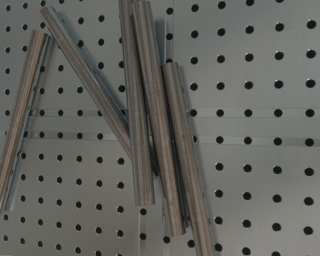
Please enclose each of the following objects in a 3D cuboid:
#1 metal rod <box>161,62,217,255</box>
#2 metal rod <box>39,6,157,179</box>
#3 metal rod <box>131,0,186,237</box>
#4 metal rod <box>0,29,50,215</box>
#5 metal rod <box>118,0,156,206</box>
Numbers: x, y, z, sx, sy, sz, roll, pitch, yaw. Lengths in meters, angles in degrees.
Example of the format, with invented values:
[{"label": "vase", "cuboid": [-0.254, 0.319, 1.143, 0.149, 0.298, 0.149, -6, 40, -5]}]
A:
[{"label": "metal rod", "cuboid": [0.040, 0.063, 0.397, 0.025, 0.025, 0.298, -12, 86, 19]}, {"label": "metal rod", "cuboid": [-0.090, -0.054, 0.443, 0.025, 0.025, 0.299, -37, 79, 16]}, {"label": "metal rod", "cuboid": [-0.001, -0.010, 0.399, 0.025, 0.025, 0.298, -8, 92, 19]}, {"label": "metal rod", "cuboid": [-0.225, -0.005, 0.489, 0.025, 0.025, 0.298, 19, 96, 18]}, {"label": "metal rod", "cuboid": [-0.032, -0.051, 0.407, 0.025, 0.025, 0.298, -8, 81, 19]}]
